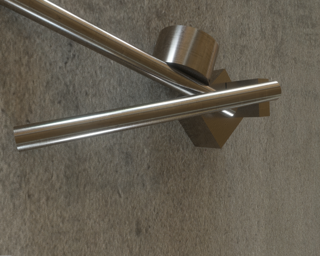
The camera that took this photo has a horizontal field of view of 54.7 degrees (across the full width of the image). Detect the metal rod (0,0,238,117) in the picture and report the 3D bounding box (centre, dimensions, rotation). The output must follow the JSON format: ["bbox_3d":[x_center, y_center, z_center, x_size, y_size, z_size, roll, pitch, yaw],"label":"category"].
[{"bbox_3d":[-0.030,-0.078,0.345,0.302,0.025,0.025,23,75,-26],"label":"metal rod"}]

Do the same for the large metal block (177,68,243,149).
[{"bbox_3d":[0.072,-0.028,0.451,0.080,0.050,0.080,-48,119,-28],"label":"large metal block"}]

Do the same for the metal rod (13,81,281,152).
[{"bbox_3d":[0.004,-0.018,0.342,0.302,0.025,0.025,-12,98,-19],"label":"metal rod"}]

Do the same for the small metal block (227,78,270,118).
[{"bbox_3d":[0.120,-0.040,0.424,0.025,0.050,0.050,-5,94,-40],"label":"small metal block"}]

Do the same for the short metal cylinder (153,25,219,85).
[{"bbox_3d":[0.030,-0.087,0.399,0.080,0.080,0.050,26,74,-37],"label":"short metal cylinder"}]
